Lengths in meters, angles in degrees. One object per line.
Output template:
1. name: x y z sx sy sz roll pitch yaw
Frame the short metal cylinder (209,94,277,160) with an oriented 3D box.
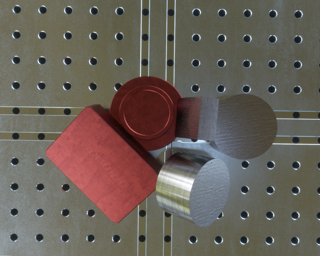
1. short metal cylinder: 0.102 -0.002 0.398 0.081 0.050 0.079 0 90 0

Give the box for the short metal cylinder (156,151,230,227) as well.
1. short metal cylinder: 0.041 0.072 0.376 0.050 0.081 0.080 10 90 43

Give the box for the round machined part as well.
1. round machined part: -0.016 -0.019 0.400 0.099 0.042 0.097 0 90 0

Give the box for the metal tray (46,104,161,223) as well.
1. metal tray: -0.068 0.045 0.395 0.130 0.030 0.090 45 105 -1

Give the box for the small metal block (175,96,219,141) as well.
1. small metal block: 0.044 -0.011 0.379 0.025 0.050 0.050 6 89 -28
